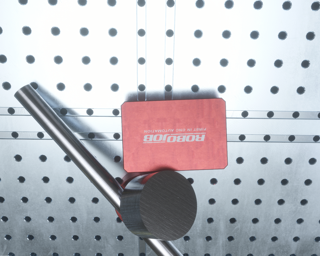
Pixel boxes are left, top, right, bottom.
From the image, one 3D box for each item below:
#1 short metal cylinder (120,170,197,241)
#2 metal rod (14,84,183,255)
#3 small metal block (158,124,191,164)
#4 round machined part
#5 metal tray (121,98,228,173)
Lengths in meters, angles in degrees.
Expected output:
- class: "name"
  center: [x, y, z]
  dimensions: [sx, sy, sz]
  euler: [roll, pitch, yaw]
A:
- class: "short metal cylinder"
  center: [-0.002, 0.095, 0.380]
  dimensions: [0.080, 0.080, 0.050]
  euler: [45, 147, -15]
- class: "metal rod"
  center: [-0.077, 0.065, 0.403]
  dimensions: [0.025, 0.025, 0.300]
  euler: [-40, 93, 13]
- class: "small metal block"
  center: [0.022, 0.018, 0.420]
  dimensions: [0.050, 0.025, 0.050]
  euler: [-9, 110, 3]
- class: "round machined part"
  center: [-0.017, 0.110, 0.445]
  dimensions: [0.099, 0.042, 0.097]
  euler: [0, 110, -1]
- class: "metal tray"
  center: [0.018, 0.009, 0.400]
  dimensions: [0.131, 0.030, 0.089]
  euler: [-2, 92, 0]
